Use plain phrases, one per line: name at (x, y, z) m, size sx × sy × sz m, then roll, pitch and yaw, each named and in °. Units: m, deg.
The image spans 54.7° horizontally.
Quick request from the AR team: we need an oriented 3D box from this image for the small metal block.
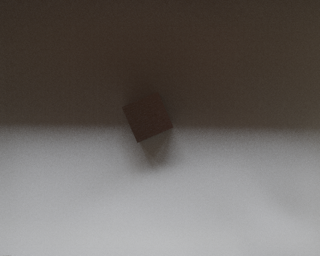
small metal block at (-0.016, -0.014, 0.408) m, size 0.050 × 0.025 × 0.050 m, roll -23°, pitch 90°, yaw -1°
